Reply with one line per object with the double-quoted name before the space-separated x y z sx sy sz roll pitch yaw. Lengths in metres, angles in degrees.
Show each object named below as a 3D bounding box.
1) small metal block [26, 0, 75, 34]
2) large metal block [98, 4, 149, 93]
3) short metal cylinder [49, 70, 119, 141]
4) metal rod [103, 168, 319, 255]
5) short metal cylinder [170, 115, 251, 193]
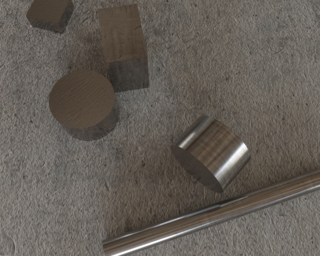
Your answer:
"small metal block" -0.165 -0.176 0.471 0.050 0.025 0.050 14 71 5
"large metal block" -0.047 -0.104 0.416 0.050 0.080 0.080 -10 71 -4
"short metal cylinder" -0.096 -0.028 0.404 0.081 0.050 0.080 0 70 0
"metal rod" 0.082 0.098 0.373 0.302 0.025 0.025 -16 71 -7
"short metal cylinder" 0.059 0.031 0.368 0.080 0.080 0.050 42 75 13
